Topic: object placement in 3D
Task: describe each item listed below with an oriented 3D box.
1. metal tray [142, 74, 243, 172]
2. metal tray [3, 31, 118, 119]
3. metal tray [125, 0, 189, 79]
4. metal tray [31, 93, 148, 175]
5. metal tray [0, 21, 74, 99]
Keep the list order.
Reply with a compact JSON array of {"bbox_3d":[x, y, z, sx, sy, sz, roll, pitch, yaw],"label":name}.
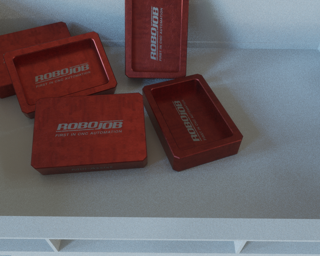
[{"bbox_3d":[0.038,-0.013,0.412,0.091,0.030,0.130,-15,52,-13],"label":"metal tray"},{"bbox_3d":[-0.137,-0.076,0.436,0.131,0.030,0.090,-20,83,-16],"label":"metal tray"},{"bbox_3d":[-0.005,-0.140,0.460,0.091,0.129,0.030,1,12,0],"label":"metal tray"},{"bbox_3d":[-0.083,0.006,0.379,0.131,0.030,0.090,-4,67,-4],"label":"metal tray"},{"bbox_3d":[-0.194,-0.106,0.473,0.131,0.030,0.090,-20,70,-17],"label":"metal tray"}]
